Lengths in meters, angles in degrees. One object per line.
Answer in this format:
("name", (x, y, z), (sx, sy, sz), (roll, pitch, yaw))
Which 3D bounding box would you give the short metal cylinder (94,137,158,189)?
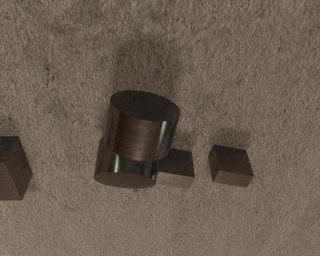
("short metal cylinder", (-0.044, 0.046, 0.410), (0.080, 0.050, 0.080), (3, 156, 2))

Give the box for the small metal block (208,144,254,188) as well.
("small metal block", (0.099, 0.053, 0.438), (0.050, 0.050, 0.025), (11, 129, -10))

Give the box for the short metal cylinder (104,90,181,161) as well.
("short metal cylinder", (-0.021, -0.005, 0.361), (0.081, 0.080, 0.050), (10, 117, -9))

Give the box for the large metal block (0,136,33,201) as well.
("large metal block", (-0.238, 0.058, 0.436), (0.081, 0.050, 0.079), (0, 130, -1))

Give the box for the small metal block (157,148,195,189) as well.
("small metal block", (0.020, 0.055, 0.438), (0.050, 0.050, 0.025), (11, 129, -10))
